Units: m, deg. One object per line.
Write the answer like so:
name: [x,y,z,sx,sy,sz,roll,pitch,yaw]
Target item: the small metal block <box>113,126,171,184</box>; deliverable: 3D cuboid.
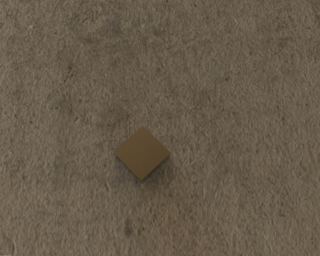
small metal block: [-0.022,0.034,0.395,0.050,0.025,0.050,-42,76,-14]
